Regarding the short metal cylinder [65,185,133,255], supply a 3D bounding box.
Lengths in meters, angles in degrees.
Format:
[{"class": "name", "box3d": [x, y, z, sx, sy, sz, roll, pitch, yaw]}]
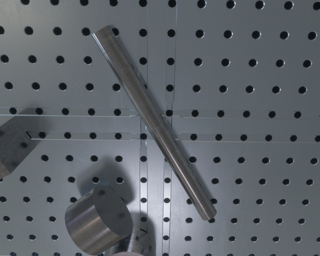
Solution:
[{"class": "short metal cylinder", "box3d": [-0.084, 0.127, 0.430, 0.050, 0.080, 0.080, -37, 106, 12]}]

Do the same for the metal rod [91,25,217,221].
[{"class": "metal rod", "box3d": [0.001, 0.006, 0.415, 0.025, 0.025, 0.299, -27, 108, 9]}]

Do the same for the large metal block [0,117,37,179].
[{"class": "large metal block", "box3d": [-0.221, 0.037, 0.396, 0.080, 0.080, 0.050, -27, 108, 9]}]

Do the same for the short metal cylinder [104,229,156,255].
[{"class": "short metal cylinder", "box3d": [-0.046, 0.203, 0.475, 0.081, 0.050, 0.079, 0, 110, 0]}]
